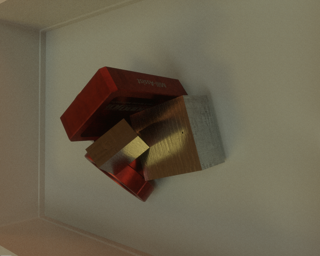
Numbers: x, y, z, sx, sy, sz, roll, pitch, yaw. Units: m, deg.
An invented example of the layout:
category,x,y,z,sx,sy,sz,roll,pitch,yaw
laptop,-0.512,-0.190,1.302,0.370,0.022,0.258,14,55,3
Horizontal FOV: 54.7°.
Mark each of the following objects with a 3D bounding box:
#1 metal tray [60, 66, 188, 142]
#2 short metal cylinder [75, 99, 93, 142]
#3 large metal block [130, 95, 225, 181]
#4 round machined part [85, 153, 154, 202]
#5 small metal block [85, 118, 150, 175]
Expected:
category,x,y,z,sx,sy,sz,roll,pitch,yaw
metal tray,-0.037,-0.024,0.364,0.090,0.131,0.030,-42,66,31
short metal cylinder,-0.075,-0.016,0.428,0.050,0.081,0.079,28,108,36
large metal block,0.019,0.012,0.362,0.080,0.050,0.080,-18,83,38
round machined part,-0.046,0.050,0.405,0.098,0.098,0.042,26,71,36
small metal block,-0.044,0.022,0.334,0.050,0.050,0.025,-39,70,-2
